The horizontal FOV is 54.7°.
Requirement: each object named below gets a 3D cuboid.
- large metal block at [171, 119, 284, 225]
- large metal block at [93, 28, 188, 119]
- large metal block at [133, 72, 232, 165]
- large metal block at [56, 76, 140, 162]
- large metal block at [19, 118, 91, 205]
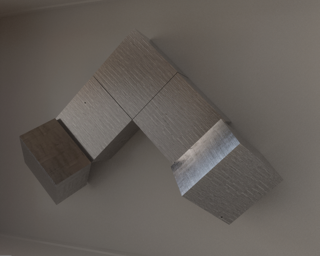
[{"bbox_3d":[0.073,0.050,0.347,0.080,0.050,0.080,36,106,-29],"label":"large metal block"},{"bbox_3d":[-0.024,-0.067,0.404,0.080,0.050,0.080,-46,76,14],"label":"large metal block"},{"bbox_3d":[0.028,-0.009,0.385,0.080,0.050,0.080,-46,76,14],"label":"large metal block"},{"bbox_3d":[-0.079,-0.012,0.423,0.080,0.050,0.080,-46,76,14],"label":"large metal block"},{"bbox_3d":[-0.142,0.047,0.423,0.080,0.050,0.080,48,147,13],"label":"large metal block"}]
